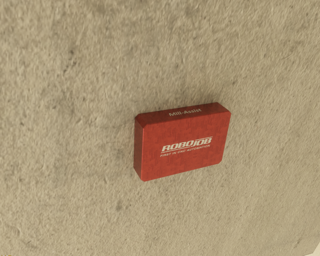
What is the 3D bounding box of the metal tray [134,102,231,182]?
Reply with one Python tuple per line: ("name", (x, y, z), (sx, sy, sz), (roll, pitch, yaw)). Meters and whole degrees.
("metal tray", (0.030, 0.018, 0.430), (0.131, 0.030, 0.089), (-10, 123, -23))
